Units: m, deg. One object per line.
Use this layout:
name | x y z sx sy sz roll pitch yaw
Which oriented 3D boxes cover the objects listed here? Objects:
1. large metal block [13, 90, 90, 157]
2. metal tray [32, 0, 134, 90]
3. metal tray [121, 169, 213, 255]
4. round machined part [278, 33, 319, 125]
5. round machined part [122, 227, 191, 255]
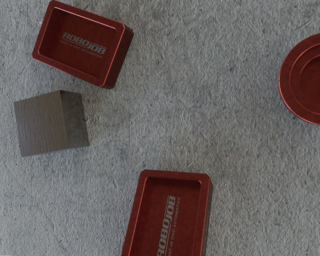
large metal block | -0.156 -0.005 0.449 0.080 0.050 0.080 -11 86 19
metal tray | -0.112 -0.120 0.444 0.130 0.030 0.089 24 98 18
metal tray | 0.010 0.117 0.368 0.090 0.030 0.130 2 60 19
round machined part | 0.181 -0.051 0.336 0.098 0.042 0.097 0 90 19
round machined part | -0.006 0.171 0.401 0.098 0.042 0.097 0 90 19
